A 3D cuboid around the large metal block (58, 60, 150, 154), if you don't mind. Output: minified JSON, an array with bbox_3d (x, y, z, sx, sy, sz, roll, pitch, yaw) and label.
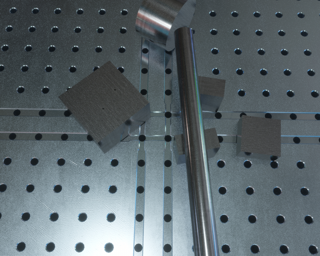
[{"bbox_3d":[-0.070,-0.027,0.407,0.080,0.050,0.080,-39,75,-13],"label":"large metal block"}]

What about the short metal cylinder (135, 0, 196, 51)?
[{"bbox_3d":[0.009,-0.157,0.440,0.050,0.080,0.080,31,73,10],"label":"short metal cylinder"}]

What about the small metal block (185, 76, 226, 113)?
[{"bbox_3d":[0.057,-0.045,0.416,0.050,0.050,0.025,9,71,3],"label":"small metal block"}]

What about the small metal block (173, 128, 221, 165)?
[{"bbox_3d":[0.044,0.024,0.390,0.050,0.050,0.025,-11,71,-4],"label":"small metal block"}]

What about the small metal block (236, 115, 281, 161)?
[{"bbox_3d":[0.130,0.013,0.408,0.050,0.025,0.050,7,70,2],"label":"small metal block"}]

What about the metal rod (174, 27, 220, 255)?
[{"bbox_3d":[0.040,0.017,0.352,0.025,0.025,0.299,-3,70,-2],"label":"metal rod"}]
